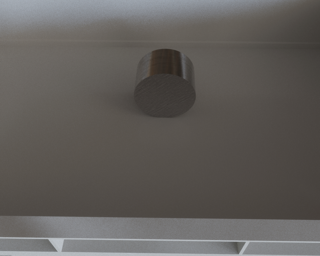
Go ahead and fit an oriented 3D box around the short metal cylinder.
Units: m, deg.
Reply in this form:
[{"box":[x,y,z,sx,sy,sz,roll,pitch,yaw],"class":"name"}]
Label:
[{"box":[0.007,-0.059,0.419,0.080,0.080,0.050,1,50,1],"class":"short metal cylinder"}]
